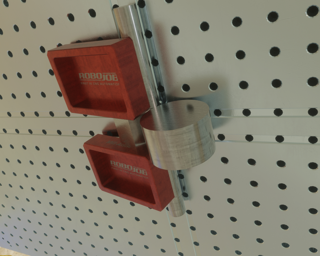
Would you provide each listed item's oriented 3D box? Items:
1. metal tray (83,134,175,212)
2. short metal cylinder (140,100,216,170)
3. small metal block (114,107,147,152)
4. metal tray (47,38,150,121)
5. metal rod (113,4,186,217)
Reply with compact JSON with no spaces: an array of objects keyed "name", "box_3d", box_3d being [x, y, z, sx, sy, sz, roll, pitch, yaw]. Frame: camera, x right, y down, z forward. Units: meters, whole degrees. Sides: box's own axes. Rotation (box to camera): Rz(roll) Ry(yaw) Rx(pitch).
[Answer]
[{"name":"metal tray","box_3d":[-0.047,0.061,0.448,0.130,0.030,0.089,8,123,38]},{"name":"short metal cylinder","box_3d":[0.022,0.006,0.363,0.080,0.080,0.050,0,119,28]},{"name":"small metal block","box_3d":[-0.037,-0.002,0.411,0.050,0.025,0.050,26,136,53]},{"name":"metal tray","box_3d":[-0.080,-0.061,0.390,0.130,0.030,0.089,8,123,39]},{"name":"metal rod","box_3d":[-0.007,-0.004,0.407,0.025,0.025,0.298,0,119,28]}]
